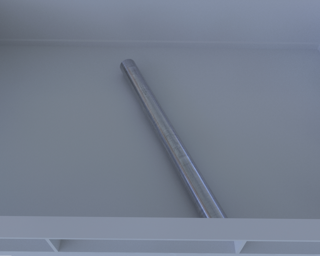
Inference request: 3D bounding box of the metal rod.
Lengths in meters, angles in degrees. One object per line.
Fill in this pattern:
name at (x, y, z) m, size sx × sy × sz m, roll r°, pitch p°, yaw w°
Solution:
metal rod at (0.008, 0.008, 0.398) m, size 0.025 × 0.025 × 0.300 m, roll -18°, pitch 53°, yaw -15°
